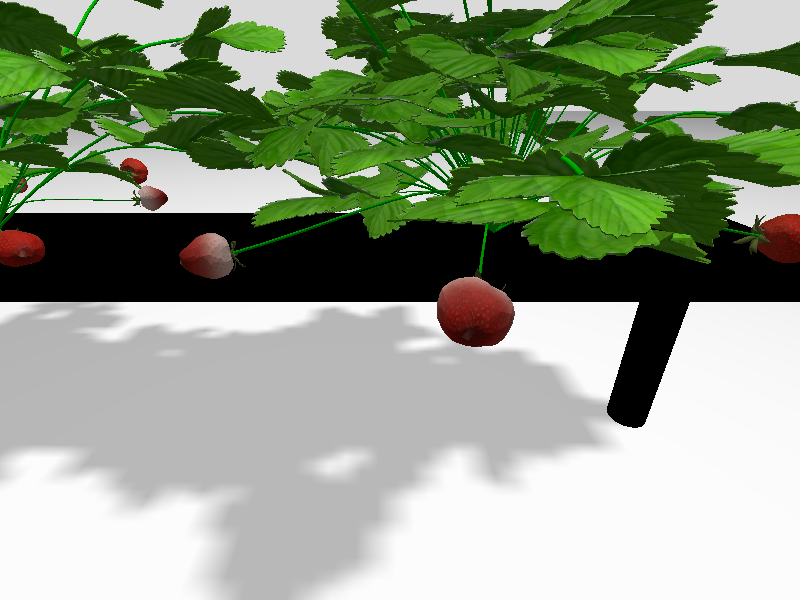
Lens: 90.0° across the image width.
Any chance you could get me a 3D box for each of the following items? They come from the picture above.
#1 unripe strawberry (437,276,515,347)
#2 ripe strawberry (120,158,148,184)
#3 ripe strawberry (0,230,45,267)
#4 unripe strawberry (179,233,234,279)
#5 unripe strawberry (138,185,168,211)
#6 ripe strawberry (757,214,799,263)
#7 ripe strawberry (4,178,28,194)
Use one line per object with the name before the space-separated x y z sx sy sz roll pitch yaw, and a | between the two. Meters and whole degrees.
unripe strawberry | 0.035 0.007 0.190 0.037 0.032 0.037 7 28 13
ripe strawberry | -0.372 -0.182 0.564 0.033 0.035 0.036 -1 26 -1
ripe strawberry | -0.269 -0.036 0.283 0.030 0.025 0.030 22 34 35
unripe strawberry | -0.128 -0.028 0.265 0.032 0.031 0.030 -13 30 -22
unripe strawberry | -0.264 -0.110 0.430 0.027 0.026 0.025 -20 33 -35
ripe strawberry | 0.282 -0.045 0.288 0.040 0.035 0.040 10 29 18
ripe strawberry | -0.489 -0.149 0.507 0.025 0.026 0.027 -18 32 -32
